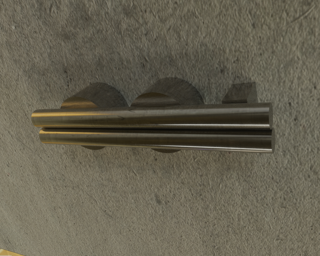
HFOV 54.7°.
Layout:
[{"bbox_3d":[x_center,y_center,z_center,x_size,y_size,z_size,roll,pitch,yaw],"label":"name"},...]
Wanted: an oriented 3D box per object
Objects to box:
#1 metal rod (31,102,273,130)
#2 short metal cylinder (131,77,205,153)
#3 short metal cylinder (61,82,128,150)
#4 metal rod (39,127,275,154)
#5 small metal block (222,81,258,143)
[{"bbox_3d":[-0.032,-0.012,0.352,0.300,0.025,0.025,0,119,28],"label":"metal rod"},{"bbox_3d":[0.010,-0.016,0.378,0.080,0.050,0.079,13,124,21],"label":"short metal cylinder"},{"bbox_3d":[-0.089,-0.017,0.427,0.080,0.050,0.079,13,124,21],"label":"short metal cylinder"},{"bbox_3d":[-0.026,0.011,0.363,0.300,0.025,0.025,0,119,28],"label":"metal rod"},{"bbox_3d":[0.090,-0.017,0.336,0.025,0.050,0.050,-2,117,29],"label":"small metal block"}]
